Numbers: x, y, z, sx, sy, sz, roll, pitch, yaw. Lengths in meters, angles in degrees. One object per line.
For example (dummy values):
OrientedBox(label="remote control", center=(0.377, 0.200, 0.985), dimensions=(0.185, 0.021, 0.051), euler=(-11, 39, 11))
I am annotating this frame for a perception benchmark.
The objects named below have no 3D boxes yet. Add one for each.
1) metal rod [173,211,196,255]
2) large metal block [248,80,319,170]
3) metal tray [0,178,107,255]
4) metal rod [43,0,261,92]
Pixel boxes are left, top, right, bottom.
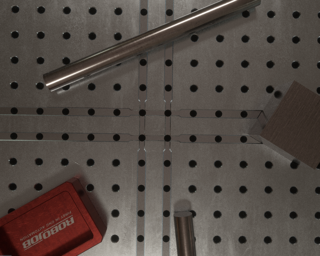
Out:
OrientedBox(label="metal rod", center=(0.045, 0.263, 0.414), dimensions=(0.025, 0.025, 0.298), euler=(-6, 90, -1))
OrientedBox(label="large metal block", center=(0.177, -0.004, 0.403), dimensions=(0.080, 0.050, 0.080), euler=(32, 90, -1))
OrientedBox(label="metal tray", center=(-0.149, 0.136, 0.408), dimensions=(0.130, 0.030, 0.090), euler=(-30, 90, -1))
OrientedBox(label="metal rod", center=(-0.010, -0.118, 0.413), dimensions=(0.301, 0.025, 0.025), euler=(-23, 90, -1))
